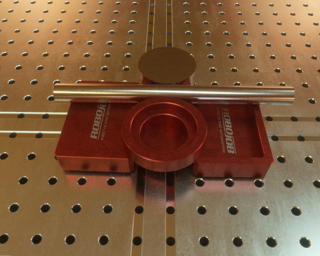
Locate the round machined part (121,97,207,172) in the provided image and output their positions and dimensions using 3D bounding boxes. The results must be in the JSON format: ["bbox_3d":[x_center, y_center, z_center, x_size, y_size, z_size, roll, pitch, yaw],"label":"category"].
[{"bbox_3d":[0.005,0.011,0.370,0.099,0.042,0.098,0,50,0],"label":"round machined part"}]

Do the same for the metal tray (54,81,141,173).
[{"bbox_3d":[-0.073,-0.007,0.403,0.091,0.030,0.130,2,50,2],"label":"metal tray"}]

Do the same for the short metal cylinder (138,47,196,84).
[{"bbox_3d":[0.010,-0.073,0.447,0.081,0.050,0.080,0,50,0],"label":"short metal cylinder"}]

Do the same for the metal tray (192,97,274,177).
[{"bbox_3d":[0.085,0.000,0.400,0.091,0.030,0.130,1,50,0],"label":"metal tray"}]

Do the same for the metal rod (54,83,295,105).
[{"bbox_3d":[0.018,-0.044,0.400,0.302,0.025,0.025,1,50,0],"label":"metal rod"}]
